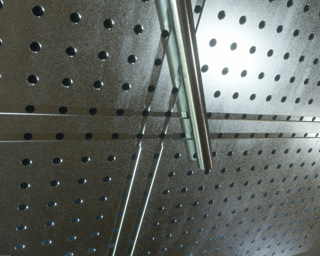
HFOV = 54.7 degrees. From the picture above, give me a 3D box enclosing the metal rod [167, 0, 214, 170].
[{"bbox_3d":[0.042,-0.059,0.399,0.025,0.025,0.298,-25,128,-14],"label":"metal rod"}]
